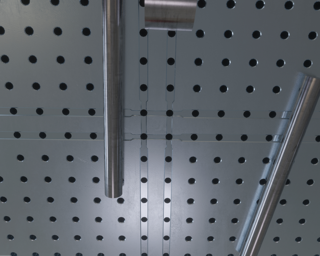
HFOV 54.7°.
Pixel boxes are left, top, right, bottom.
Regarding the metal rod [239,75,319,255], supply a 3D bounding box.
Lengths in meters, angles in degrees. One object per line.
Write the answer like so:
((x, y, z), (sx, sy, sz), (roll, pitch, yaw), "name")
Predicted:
((0.167, 0.073, 0.441), (0.025, 0.025, 0.298), (11, 110, -4), "metal rod")

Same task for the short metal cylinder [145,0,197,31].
((0.011, -0.145, 0.330), (0.050, 0.080, 0.079), (2, 110, -1), "short metal cylinder")

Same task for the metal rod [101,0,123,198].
((-0.060, -0.045, 0.396), (0.025, 0.025, 0.298), (2, 110, -1), "metal rod")
